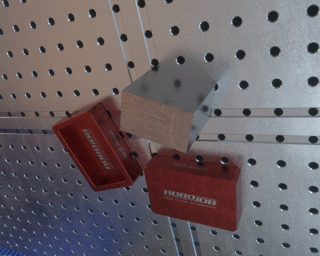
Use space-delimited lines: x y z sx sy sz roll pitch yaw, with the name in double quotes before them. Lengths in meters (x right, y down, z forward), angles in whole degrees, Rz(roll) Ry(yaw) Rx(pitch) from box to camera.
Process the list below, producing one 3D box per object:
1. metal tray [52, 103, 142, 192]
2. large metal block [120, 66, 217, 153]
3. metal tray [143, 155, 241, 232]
"metal tray" -0.097 0.035 0.480 0.090 0.030 0.130 -17 110 35
"large metal block" 0.011 -0.025 0.355 0.080 0.080 0.050 19 126 17
"metal tray" 0.047 0.091 0.440 0.130 0.030 0.089 6 121 25
